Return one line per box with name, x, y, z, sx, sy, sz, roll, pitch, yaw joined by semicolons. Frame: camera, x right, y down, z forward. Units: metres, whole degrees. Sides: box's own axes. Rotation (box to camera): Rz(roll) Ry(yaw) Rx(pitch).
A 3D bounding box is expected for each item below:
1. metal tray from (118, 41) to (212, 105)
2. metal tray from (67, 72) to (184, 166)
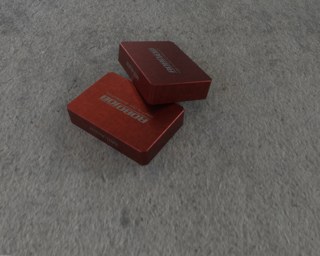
metal tray;0.003;-0.085;0.446;0.091;0.030;0.130;-8;41;-25
metal tray;-0.045;-0.018;0.414;0.130;0.030;0.090;29;55;21
